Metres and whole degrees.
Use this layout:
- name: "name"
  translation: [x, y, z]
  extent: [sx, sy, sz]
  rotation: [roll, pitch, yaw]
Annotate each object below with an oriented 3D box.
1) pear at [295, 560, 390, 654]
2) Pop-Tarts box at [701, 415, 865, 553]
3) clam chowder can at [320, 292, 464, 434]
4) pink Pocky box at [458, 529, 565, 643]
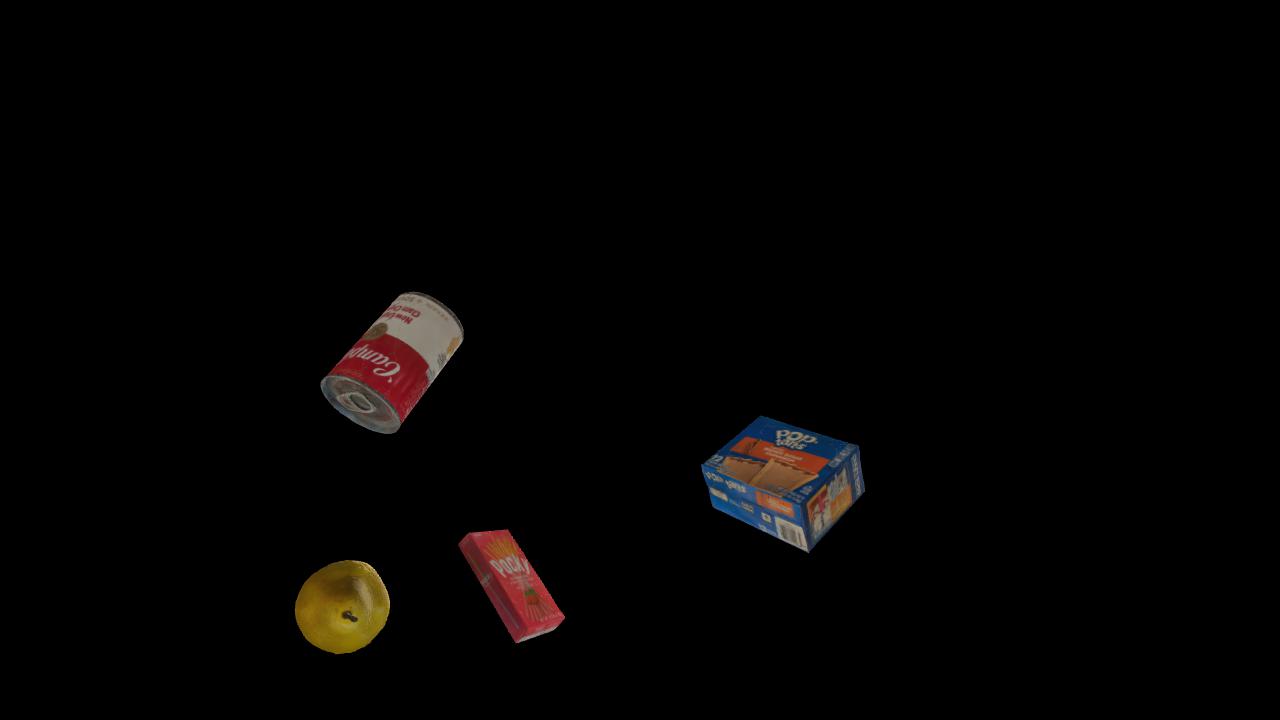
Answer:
- name: "pear"
  translation: [-0.259, 0.214, 0.532]
  extent: [0.080, 0.080, 0.111]
  rotation: [0, -21, -19]
- name: "Pop-Tarts box"
  translation: [0.198, 0.164, 0.855]
  extent: [0.141, 0.083, 0.167]
  rotation: [-32, 31, -32]
- name: "clam chowder can"
  translation: [-0.199, 0.000, 0.506]
  extent: [0.068, 0.102, 0.068]
  rotation: [15, -40, 13]
- name: "pink Pocky box"
  translation: [-0.171, 0.294, 0.818]
  extent: [0.155, 0.029, 0.084]
  rotation: [47, 12, 27]
